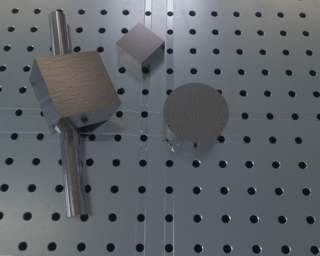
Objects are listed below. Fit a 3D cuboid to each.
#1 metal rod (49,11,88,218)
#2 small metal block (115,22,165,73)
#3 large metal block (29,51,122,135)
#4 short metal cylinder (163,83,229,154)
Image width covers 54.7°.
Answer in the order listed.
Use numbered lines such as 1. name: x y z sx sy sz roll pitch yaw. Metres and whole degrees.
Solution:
1. metal rod: -0.128 -0.032 0.422 0.025 0.025 0.299 -10 70 -4
2. small metal block: -0.028 -0.119 0.455 0.050 0.025 0.050 40 75 13
3. large metal block: -0.108 -0.046 0.393 0.081 0.050 0.080 -18 77 -35
4. short metal cylinder: 0.044 -0.012 0.403 0.081 0.050 0.080 0 70 0
